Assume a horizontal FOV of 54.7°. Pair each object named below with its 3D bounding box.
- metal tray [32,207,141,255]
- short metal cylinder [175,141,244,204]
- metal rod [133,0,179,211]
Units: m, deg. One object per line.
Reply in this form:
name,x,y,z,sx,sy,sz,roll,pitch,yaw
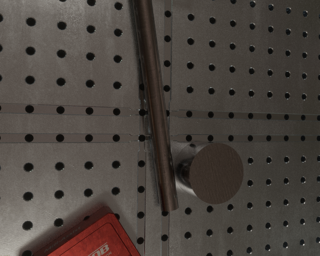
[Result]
metal tray,-0.094,0.170,0.376,0.131,0.030,0.090,-32,101,-17
short metal cylinder,0.066,0.059,0.425,0.081,0.050,0.079,0,90,-20
metal rod,-0.006,-0.039,0.411,0.025,0.025,0.298,-9,93,-20
